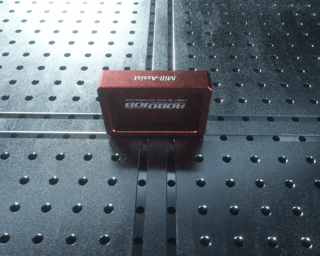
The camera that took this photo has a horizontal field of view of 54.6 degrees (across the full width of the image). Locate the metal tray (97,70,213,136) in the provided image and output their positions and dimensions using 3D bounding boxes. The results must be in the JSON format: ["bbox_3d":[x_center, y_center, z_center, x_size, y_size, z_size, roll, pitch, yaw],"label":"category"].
[{"bbox_3d":[-0.006,-0.029,0.389,0.131,0.090,0.030,0,50,0],"label":"metal tray"}]
